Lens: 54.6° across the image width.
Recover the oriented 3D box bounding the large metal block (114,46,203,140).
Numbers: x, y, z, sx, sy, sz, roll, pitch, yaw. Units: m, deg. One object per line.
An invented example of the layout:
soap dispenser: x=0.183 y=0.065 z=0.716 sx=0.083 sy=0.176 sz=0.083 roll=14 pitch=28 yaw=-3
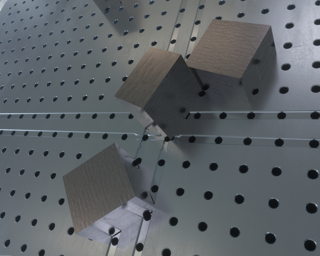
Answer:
large metal block: x=0.001 y=-0.044 z=0.400 sx=0.050 sy=0.080 sz=0.080 roll=25 pitch=75 yaw=37

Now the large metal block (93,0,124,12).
large metal block: x=-0.111 y=-0.295 z=0.613 sx=0.050 sy=0.080 sz=0.080 roll=-10 pitch=57 yaw=23

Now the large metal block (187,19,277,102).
large metal block: x=0.091 y=-0.089 z=0.399 sx=0.080 sy=0.050 sz=0.080 roll=22 pitch=73 yaw=36

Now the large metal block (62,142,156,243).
large metal block: x=-0.063 y=0.079 z=0.378 sx=0.080 sy=0.050 sz=0.080 roll=-33 pitch=51 yaw=6
